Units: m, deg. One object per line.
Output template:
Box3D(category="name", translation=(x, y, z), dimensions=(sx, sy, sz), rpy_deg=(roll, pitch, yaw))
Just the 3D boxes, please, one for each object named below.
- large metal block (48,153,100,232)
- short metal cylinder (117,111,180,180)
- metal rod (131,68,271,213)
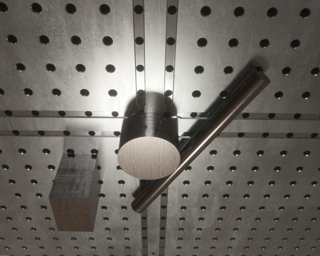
Box3D(category="large metal block", translation=(-0.120, 0.094, 0.454), dimensions=(0.050, 0.080, 0.079), rpy_deg=(2, 130, -2))
Box3D(category="short metal cylinder", translation=(-0.014, 0.024, 0.416), dimensions=(0.081, 0.050, 0.079), rpy_deg=(0, 130, 0))
Box3D(category="metal rod", translation=(0.041, 0.036, 0.442), dimensions=(0.025, 0.025, 0.298), rpy_deg=(25, 126, -20))
